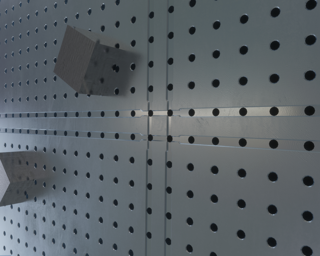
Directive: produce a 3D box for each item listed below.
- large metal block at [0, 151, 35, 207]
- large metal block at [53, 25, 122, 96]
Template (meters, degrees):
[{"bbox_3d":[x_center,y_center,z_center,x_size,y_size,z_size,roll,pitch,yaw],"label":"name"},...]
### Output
[{"bbox_3d":[-0.320,0.107,0.660,0.080,0.050,0.080,52,120,27],"label":"large metal block"},{"bbox_3d":[-0.116,-0.106,0.491,0.080,0.050,0.080,37,113,34],"label":"large metal block"}]
